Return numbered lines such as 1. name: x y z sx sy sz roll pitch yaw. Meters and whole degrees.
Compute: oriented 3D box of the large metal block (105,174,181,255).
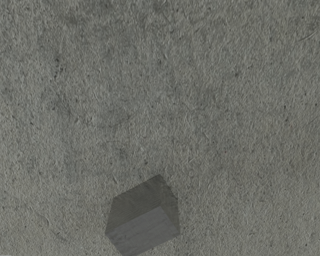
1. large metal block: -0.022 0.119 0.424 0.080 0.080 0.050 -29 108 10
